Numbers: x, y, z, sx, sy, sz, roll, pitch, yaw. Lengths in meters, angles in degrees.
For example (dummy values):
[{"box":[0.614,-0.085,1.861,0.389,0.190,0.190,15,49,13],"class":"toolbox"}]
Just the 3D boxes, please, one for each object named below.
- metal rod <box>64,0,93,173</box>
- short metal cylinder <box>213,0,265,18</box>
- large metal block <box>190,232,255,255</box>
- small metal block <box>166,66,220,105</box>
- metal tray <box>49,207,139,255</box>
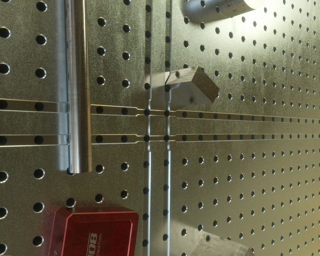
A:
[{"box":[-0.089,-0.102,0.333,0.025,0.025,0.298,-2,92,-40],"class":"metal rod"},{"box":[0.127,-0.225,0.499,0.081,0.050,0.080,0,90,-40],"class":"short metal cylinder"},{"box":[0.102,0.209,0.460,0.050,0.080,0.080,-49,119,-29],"class":"large metal block"},{"box":[0.045,-0.057,0.430,0.050,0.050,0.025,39,66,-33],"class":"small metal block"},{"box":[-0.075,0.156,0.343,0.091,0.030,0.129,12,83,-39],"class":"metal tray"}]
